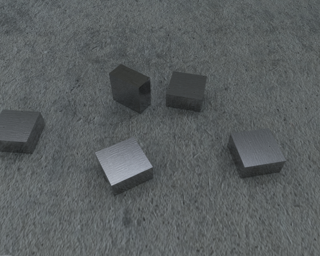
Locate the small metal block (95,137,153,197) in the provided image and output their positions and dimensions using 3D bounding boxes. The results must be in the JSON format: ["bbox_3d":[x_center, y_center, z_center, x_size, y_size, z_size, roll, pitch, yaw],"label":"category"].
[{"bbox_3d":[-0.042,0.044,0.365,0.050,0.025,0.050,-23,54,-18],"label":"small metal block"}]

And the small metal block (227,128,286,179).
[{"bbox_3d":[0.116,0.030,0.378,0.050,0.025,0.050,-8,51,-7],"label":"small metal block"}]

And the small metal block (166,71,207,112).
[{"bbox_3d":[0.038,-0.053,0.448,0.050,0.025,0.050,10,51,8],"label":"small metal block"}]

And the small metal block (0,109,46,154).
[{"bbox_3d":[-0.183,0.004,0.398,0.050,0.025,0.050,4,50,3],"label":"small metal block"}]

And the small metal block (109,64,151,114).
[{"bbox_3d":[-0.041,-0.054,0.432,0.050,0.050,0.025,28,56,21],"label":"small metal block"}]
